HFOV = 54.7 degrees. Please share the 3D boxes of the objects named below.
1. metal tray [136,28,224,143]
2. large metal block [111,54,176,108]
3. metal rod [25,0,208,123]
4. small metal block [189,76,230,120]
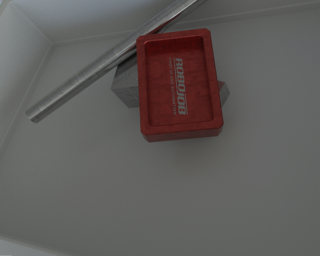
[{"bbox_3d":[0.021,-0.052,0.369,0.091,0.030,0.129,-5,70,4],"label":"metal tray"},{"bbox_3d":[-0.014,-0.078,0.444,0.080,0.050,0.080,-3,60,26],"label":"large metal block"},{"bbox_3d":[-0.064,-0.100,0.434,0.300,0.025,0.025,-34,52,7],"label":"metal rod"},{"bbox_3d":[0.054,-0.038,0.400,0.050,0.025,0.050,22,73,35],"label":"small metal block"}]
